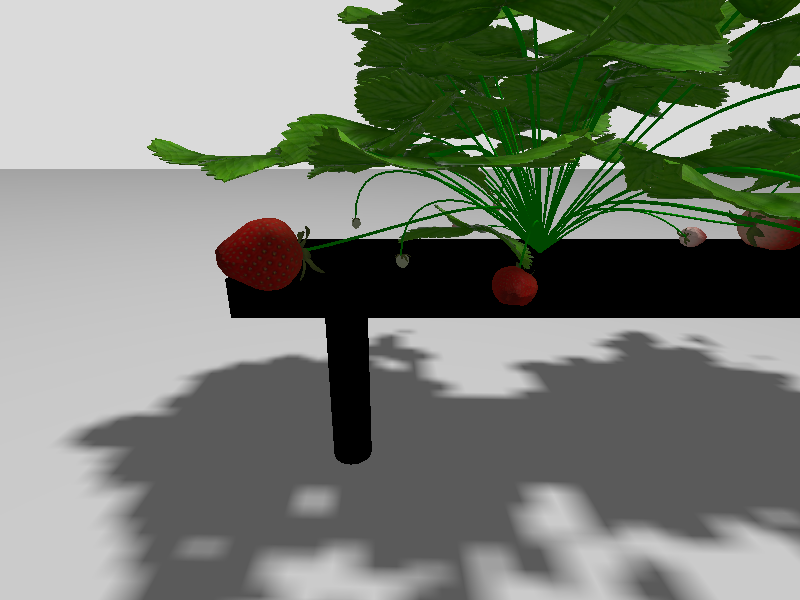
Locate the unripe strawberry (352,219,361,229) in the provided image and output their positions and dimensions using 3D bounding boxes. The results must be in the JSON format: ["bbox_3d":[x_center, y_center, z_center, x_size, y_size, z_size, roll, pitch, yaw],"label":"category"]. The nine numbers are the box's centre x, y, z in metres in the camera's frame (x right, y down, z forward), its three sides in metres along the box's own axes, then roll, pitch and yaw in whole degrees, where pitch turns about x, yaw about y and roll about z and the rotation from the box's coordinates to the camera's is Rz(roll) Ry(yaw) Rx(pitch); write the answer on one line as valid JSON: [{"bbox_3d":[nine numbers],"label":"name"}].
[{"bbox_3d":[-0.048,-0.083,0.437,0.010,0.011,0.011,10,22,26],"label":"unripe strawberry"}]

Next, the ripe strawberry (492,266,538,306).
[{"bbox_3d":[0.064,-0.007,0.224,0.025,0.021,0.025,9,32,23],"label":"ripe strawberry"}]

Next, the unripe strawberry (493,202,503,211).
[{"bbox_3d":[0.151,-0.146,0.621,0.015,0.017,0.017,2,-42,5],"label":"unripe strawberry"}]

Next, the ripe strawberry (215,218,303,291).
[{"bbox_3d":[-0.088,-0.029,0.250,0.050,0.043,0.050,-10,22,-24],"label":"ripe strawberry"}]

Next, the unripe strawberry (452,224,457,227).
[{"bbox_3d":[0.063,-0.078,0.435,0.013,0.014,0.014,-14,23,-33],"label":"unripe strawberry"}]

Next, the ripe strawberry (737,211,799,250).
[{"bbox_3d":[0.336,-0.067,0.356,0.052,0.045,0.052,0,20,-2],"label":"ripe strawberry"}]

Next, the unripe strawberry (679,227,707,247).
[{"bbox_3d":[0.274,-0.059,0.374,0.019,0.019,0.021,-1,20,-9],"label":"unripe strawberry"}]

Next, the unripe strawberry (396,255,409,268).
[{"bbox_3d":[0.002,-0.028,0.291,0.010,0.010,0.009,-10,22,-27],"label":"unripe strawberry"}]
